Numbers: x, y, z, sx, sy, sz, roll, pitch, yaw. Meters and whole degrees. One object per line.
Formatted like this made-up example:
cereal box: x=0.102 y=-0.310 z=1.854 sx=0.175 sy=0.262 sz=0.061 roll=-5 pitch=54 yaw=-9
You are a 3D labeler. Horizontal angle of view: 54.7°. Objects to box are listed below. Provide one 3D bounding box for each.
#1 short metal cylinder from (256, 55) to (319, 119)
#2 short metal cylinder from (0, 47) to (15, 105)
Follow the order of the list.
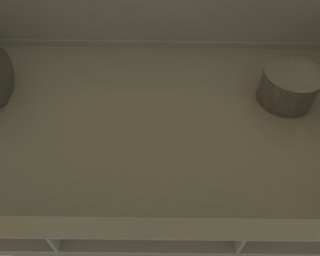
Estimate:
short metal cylinder: x=0.183 y=-0.060 z=0.441 sx=0.081 sy=0.050 sz=0.080 roll=0 pitch=50 yaw=0
short metal cylinder: x=-0.245 y=-0.072 z=0.427 sx=0.050 sy=0.080 sz=0.080 roll=2 pitch=50 yaw=1
